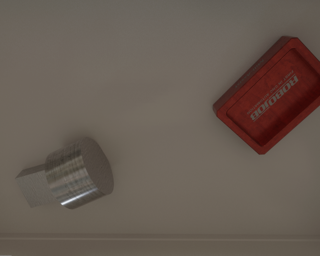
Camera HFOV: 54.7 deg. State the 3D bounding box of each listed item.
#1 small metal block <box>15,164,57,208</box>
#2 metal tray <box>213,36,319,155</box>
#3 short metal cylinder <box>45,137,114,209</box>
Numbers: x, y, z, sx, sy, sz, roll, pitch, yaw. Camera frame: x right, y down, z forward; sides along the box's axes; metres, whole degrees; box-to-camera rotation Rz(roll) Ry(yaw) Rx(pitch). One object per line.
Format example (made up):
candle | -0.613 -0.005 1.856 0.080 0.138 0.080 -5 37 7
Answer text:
small metal block | -0.166 0.080 0.438 0.050 0.025 0.050 -16 110 5
metal tray | 0.145 -0.039 0.396 0.090 0.030 0.130 40 105 -14
short metal cylinder | -0.102 0.058 0.402 0.050 0.080 0.080 -24 109 8
